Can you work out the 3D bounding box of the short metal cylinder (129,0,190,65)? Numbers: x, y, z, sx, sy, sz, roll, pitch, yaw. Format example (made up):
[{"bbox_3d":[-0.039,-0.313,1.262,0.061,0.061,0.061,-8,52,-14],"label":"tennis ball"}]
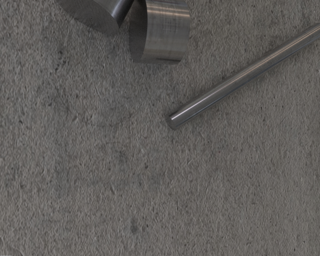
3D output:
[{"bbox_3d":[-0.003,-0.119,0.379,0.050,0.080,0.080,-1,91,-20],"label":"short metal cylinder"}]

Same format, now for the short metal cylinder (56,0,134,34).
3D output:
[{"bbox_3d":[-0.072,-0.152,0.353,0.080,0.080,0.050,28,81,-18],"label":"short metal cylinder"}]

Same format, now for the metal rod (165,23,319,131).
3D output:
[{"bbox_3d":[0.136,-0.083,0.459,0.302,0.025,0.025,-32,101,-17],"label":"metal rod"}]
